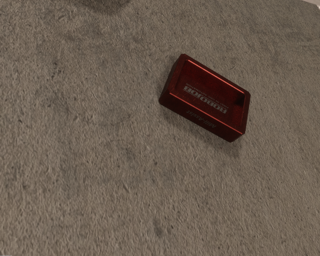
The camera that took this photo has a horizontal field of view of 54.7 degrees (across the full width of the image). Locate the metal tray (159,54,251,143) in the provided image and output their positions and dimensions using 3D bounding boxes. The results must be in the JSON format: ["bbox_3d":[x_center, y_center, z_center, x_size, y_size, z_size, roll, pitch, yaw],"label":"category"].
[{"bbox_3d":[0.072,-0.046,0.468,0.131,0.030,0.090,28,52,-11],"label":"metal tray"}]
